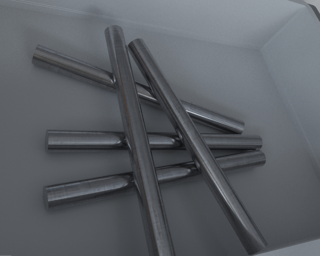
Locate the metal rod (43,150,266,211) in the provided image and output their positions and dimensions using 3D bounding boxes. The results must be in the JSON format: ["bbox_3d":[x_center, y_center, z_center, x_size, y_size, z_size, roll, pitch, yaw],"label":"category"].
[{"bbox_3d":[0.017,0.057,0.380,0.303,0.025,0.025,-5,65,-31],"label":"metal rod"}]

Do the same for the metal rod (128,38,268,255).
[{"bbox_3d":[0.038,0.011,0.387,0.025,0.025,0.299,-19,72,-36],"label":"metal rod"}]

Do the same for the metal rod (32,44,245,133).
[{"bbox_3d":[-0.016,-0.045,0.423,0.302,0.025,0.025,18,55,-18],"label":"metal rod"}]

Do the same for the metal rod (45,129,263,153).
[{"bbox_3d":[0.013,0.018,0.401,0.303,0.025,0.025,2,61,-28],"label":"metal rod"}]

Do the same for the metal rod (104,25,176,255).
[{"bbox_3d":[-0.028,0.002,0.355,0.025,0.025,0.299,0,62,-29],"label":"metal rod"}]
